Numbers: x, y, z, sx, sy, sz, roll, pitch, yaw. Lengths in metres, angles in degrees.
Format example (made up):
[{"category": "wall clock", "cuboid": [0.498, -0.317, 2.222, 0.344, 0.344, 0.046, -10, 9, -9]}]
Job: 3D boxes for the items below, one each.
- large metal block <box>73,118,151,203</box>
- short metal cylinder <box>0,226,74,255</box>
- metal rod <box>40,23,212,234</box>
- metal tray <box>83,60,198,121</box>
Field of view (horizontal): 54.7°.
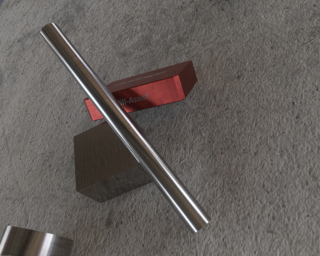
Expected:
[{"category": "large metal block", "cuboid": [-0.060, 0.038, 0.396, 0.080, 0.050, 0.080, -24, 53, 13]}, {"category": "short metal cylinder", "cuboid": [-0.146, 0.147, 0.355, 0.080, 0.080, 0.050, -3, 61, 27]}, {"category": "metal rod", "cuboid": [-0.048, -0.011, 0.357, 0.025, 0.025, 0.300, -40, 76, 2]}, {"category": "metal tray", "cuboid": [-0.023, -0.051, 0.412, 0.130, 0.030, 0.090, -11, 19, 22]}]
